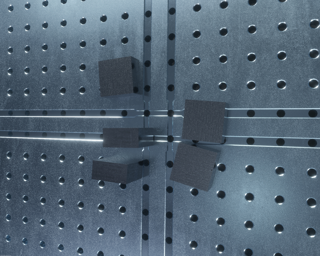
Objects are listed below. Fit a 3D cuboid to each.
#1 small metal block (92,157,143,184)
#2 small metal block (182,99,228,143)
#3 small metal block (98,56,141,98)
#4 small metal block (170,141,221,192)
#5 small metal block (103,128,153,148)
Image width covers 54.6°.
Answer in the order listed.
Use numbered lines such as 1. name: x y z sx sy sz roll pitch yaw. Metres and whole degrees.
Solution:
1. small metal block: -0.056 0.056 0.420 0.050 0.050 0.025 5 92 20
2. small metal block: 0.057 -0.009 0.393 0.050 0.025 0.050 6 92 20
3. small metal block: -0.056 -0.070 0.433 0.050 0.025 0.050 -4 89 20
4. small metal block: 0.045 0.048 0.397 0.050 0.025 0.050 15 95 19
5. small metal block: -0.041 0.012 0.414 0.050 0.050 0.025 0 90 20
